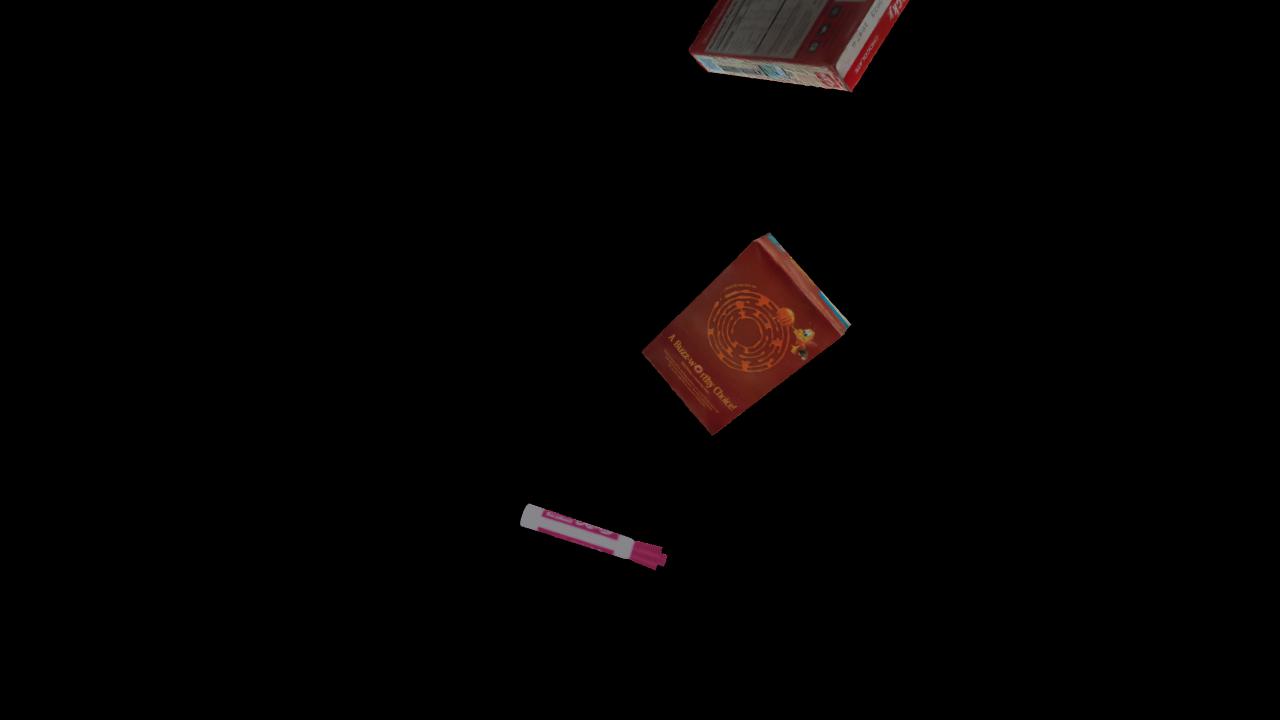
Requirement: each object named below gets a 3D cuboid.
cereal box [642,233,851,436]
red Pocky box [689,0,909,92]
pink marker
[{"bbox_3d":[0.171,-0.036,1.045,0.306,0.203,0.081,-45,-7,33],"label":"cereal box"},{"bbox_3d":[0.100,-0.225,0.400,0.028,0.083,0.155,24,12,-38],"label":"red Pocky box"},{"bbox_3d":[-0.037,0.143,0.497,0.121,0.020,0.020,17,1,5],"label":"pink marker"}]
